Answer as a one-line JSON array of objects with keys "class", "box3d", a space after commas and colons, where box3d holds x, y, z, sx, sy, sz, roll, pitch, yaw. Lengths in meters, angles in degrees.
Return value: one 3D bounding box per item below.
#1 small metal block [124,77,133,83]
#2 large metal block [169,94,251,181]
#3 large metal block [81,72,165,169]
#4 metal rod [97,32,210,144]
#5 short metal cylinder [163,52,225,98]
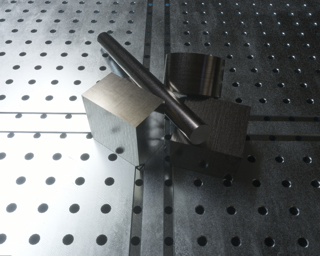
[{"class": "small metal block", "box3d": [-0.040, -0.047, 0.447, 0.050, 0.025, 0.050, -19, 53, -16]}, {"class": "large metal block", "box3d": [0.062, 0.010, 0.383, 0.080, 0.050, 0.080, 14, 51, 11]}, {"class": "large metal block", "box3d": [-0.042, -0.009, 0.378, 0.080, 0.080, 0.050, 30, 56, 22]}, {"class": "metal rod", "box3d": [-0.027, -0.073, 0.430, 0.025, 0.025, 0.300, -22, 42, -18]}, {"class": "short metal cylinder", "box3d": [0.045, -0.070, 0.422, 0.080, 0.080, 0.050, 7, 94, 5]}]
